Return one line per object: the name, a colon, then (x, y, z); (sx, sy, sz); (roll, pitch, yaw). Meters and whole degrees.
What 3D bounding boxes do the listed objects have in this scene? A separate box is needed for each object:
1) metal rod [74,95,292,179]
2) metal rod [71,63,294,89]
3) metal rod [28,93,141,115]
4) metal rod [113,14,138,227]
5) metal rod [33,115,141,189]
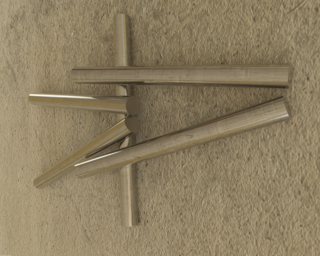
metal rod: (0.004, 0.021, 0.381); (0.300, 0.025, 0.025); (-19, 78, 31)
metal rod: (0.002, -0.065, 0.382); (0.300, 0.025, 0.025); (6, 94, 33)
metal rod: (-0.139, -0.043, 0.500); (0.300, 0.025, 0.025); (8, 95, 45)
metal rod: (-0.050, -0.012, 0.445); (0.025, 0.025, 0.298); (-4, 87, 39)
metal rod: (-0.133, 0.050, 0.495); (0.299, 0.025, 0.025); (-29, 72, 41)
